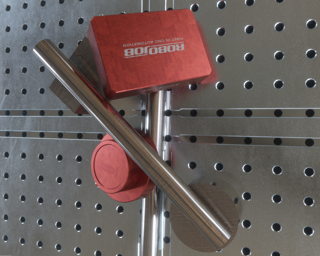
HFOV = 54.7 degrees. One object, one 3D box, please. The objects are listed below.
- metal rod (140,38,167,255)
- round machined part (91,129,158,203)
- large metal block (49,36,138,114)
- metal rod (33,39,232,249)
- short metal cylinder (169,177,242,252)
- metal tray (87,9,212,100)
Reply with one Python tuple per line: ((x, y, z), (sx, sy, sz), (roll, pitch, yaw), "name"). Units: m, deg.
((-0.008, 0.020, 0.414), (0.025, 0.025, 0.298), (3, 91, 19), "metal rod")
((-0.052, 0.049, 0.404), (0.098, 0.042, 0.097), (0, 90, 37), "round machined part")
((-0.084, -0.064, 0.413), (0.050, 0.080, 0.080), (43, 103, 14), "large metal block")
((-0.035, 0.013, 0.349), (0.300, 0.025, 0.025), (46, 104, 5), "metal rod")
((0.058, 0.103, 0.379), (0.080, 0.050, 0.079), (0, 90, 19), "short metal cylinder")
((-0.011, -0.090, 0.371), (0.131, 0.030, 0.090), (-14, 83, -23), "metal tray")
